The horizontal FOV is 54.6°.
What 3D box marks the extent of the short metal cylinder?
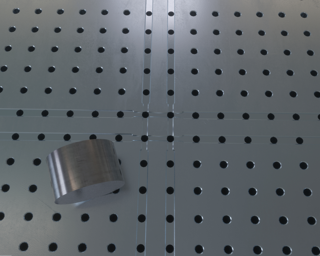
[{"bbox_3d":[-0.087,0.052,0.363,0.080,0.080,0.050,-17,71,-6],"label":"short metal cylinder"}]
